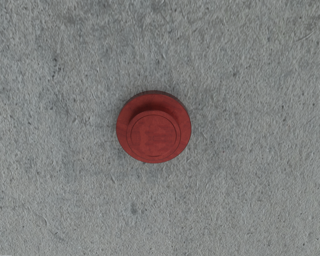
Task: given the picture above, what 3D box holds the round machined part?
[{"bbox_3d":[-0.008,0.003,0.403,0.099,0.042,0.097,0,110,-1],"label":"round machined part"}]
